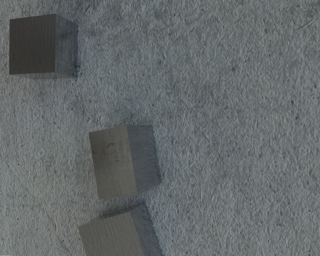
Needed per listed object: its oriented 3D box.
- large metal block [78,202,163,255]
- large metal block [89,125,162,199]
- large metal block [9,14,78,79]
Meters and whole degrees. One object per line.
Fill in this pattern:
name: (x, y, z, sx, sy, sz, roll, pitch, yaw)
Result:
large metal block: (-0.051, 0.154, 0.414, 0.080, 0.050, 0.080, -21, 83, 18)
large metal block: (-0.041, 0.040, 0.394, 0.050, 0.080, 0.080, -11, 87, 20)
large metal block: (-0.171, -0.116, 0.456, 0.080, 0.050, 0.080, 1, 90, 20)
